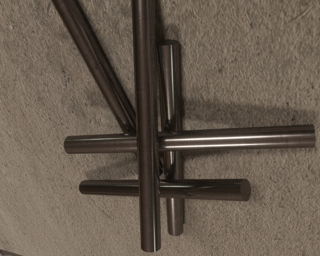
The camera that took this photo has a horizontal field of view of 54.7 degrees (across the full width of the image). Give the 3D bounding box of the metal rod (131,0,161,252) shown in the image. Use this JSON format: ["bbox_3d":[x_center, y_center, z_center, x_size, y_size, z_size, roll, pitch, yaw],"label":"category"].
[{"bbox_3d":[-0.015,0.000,0.354,0.025,0.025,0.298,4,102,26],"label":"metal rod"}]

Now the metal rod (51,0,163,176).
[{"bbox_3d":[-0.070,-0.060,0.404,0.025,0.025,0.299,-14,111,33],"label":"metal rod"}]

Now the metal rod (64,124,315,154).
[{"bbox_3d":[0.020,0.016,0.374,0.301,0.025,0.025,-3,118,18],"label":"metal rod"}]

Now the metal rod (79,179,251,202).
[{"bbox_3d":[-0.018,0.086,0.439,0.300,0.025,0.025,-9,115,41],"label":"metal rod"}]

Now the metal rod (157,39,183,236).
[{"bbox_3d":[0.016,0.034,0.417,0.025,0.025,0.298,10,123,22],"label":"metal rod"}]
